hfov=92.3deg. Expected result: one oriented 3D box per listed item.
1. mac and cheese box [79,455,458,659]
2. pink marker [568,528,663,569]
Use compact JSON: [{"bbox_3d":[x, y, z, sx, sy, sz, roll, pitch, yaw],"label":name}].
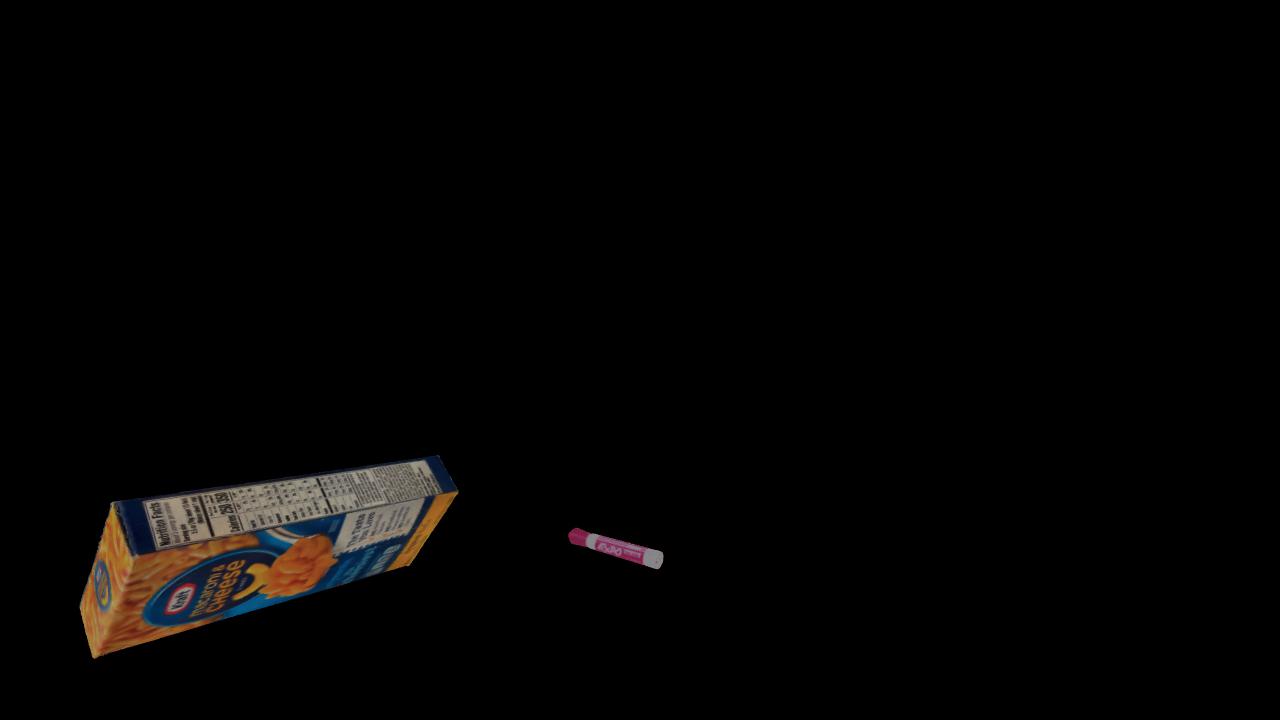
[{"bbox_3d":[-0.213,0.111,0.379,0.184,0.041,0.093,-1,-44,-53],"label":"mac and cheese box"},{"bbox_3d":[-0.030,0.209,0.685,0.121,0.020,0.020,5,3,32],"label":"pink marker"}]
